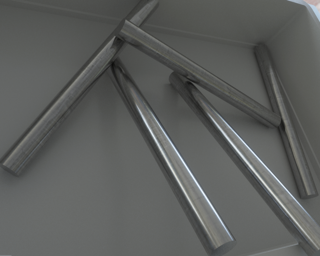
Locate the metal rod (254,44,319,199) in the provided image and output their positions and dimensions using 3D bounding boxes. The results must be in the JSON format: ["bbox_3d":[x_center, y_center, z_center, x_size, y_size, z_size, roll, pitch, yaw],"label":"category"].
[{"bbox_3d":[0.212,-0.027,0.539,0.025,0.025,0.299,9,58,-24],"label":"metal rod"}]

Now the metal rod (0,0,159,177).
[{"bbox_3d":[-0.080,-0.071,0.375,0.025,0.025,0.301,35,61,-6],"label":"metal rod"}]

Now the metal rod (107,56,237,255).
[{"bbox_3d":[-0.012,-0.003,0.336,0.025,0.025,0.300,-3,43,-30],"label":"metal rod"}]

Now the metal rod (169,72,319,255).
[{"bbox_3d":[0.081,0.013,0.364,0.025,0.025,0.300,1,37,-28],"label":"metal rod"}]

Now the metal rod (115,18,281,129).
[{"bbox_3d":[0.072,-0.067,0.448,0.302,0.025,0.025,25,52,-28],"label":"metal rod"}]
